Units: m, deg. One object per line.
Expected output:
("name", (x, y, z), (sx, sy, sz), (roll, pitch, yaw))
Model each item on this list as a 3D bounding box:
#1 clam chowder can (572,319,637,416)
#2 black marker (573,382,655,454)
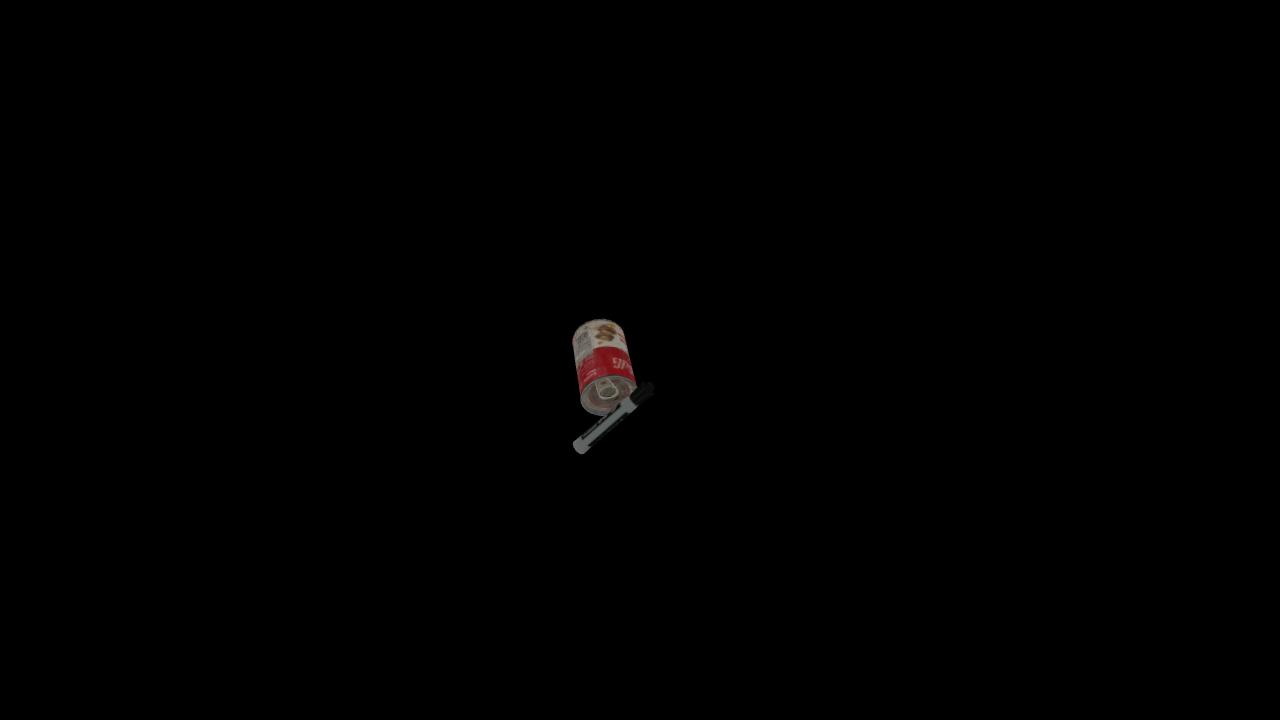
("clam chowder can", (-0.044, 0.007, 0.739), (0.068, 0.068, 0.102), (0, 44, -15))
("black marker", (-0.030, 0.066, 0.705), (0.121, 0.020, 0.020), (-41, -15, 18))
